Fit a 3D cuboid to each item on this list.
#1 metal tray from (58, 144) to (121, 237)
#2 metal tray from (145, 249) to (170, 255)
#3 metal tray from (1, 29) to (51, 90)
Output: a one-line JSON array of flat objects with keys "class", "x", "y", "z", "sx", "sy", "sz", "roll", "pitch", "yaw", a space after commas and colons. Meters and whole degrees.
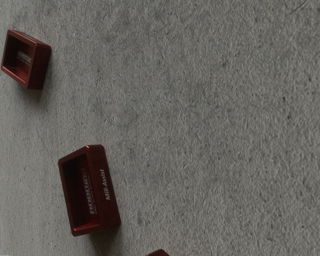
[{"class": "metal tray", "x": -0.116, "y": 0.101, "z": 0.497, "sx": 0.090, "sy": 0.030, "sz": 0.129, "roll": -25, "pitch": 74, "yaw": 37}, {"class": "metal tray", "x": 0.002, "y": 0.238, "z": 0.400, "sx": 0.090, "sy": 0.030, "sz": 0.129, "roll": 29, "pitch": 108, "yaw": 36}, {"class": "metal tray", "x": -0.275, "y": -0.140, "z": 0.628, "sx": 0.130, "sy": 0.030, "sz": 0.089, "roll": 30, "pitch": 109, "yaw": 36}]
